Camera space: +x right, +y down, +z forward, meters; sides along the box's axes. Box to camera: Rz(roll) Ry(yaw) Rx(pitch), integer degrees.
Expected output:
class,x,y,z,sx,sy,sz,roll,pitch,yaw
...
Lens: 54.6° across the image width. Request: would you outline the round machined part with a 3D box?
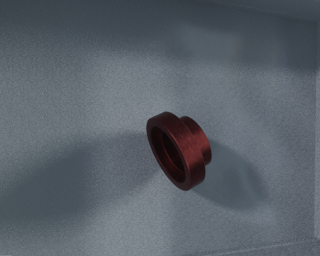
class,x,y,z,sx,sy,sz,roll,pitch,yaw
round machined part,0.026,0.024,0.381,0.042,0.098,0.098,-26,99,-20
